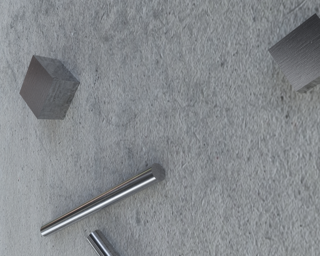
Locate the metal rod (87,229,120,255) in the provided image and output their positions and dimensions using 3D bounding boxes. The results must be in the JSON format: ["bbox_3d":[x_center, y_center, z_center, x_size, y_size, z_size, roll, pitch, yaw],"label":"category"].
[{"bbox_3d":[-0.006,0.250,0.407,0.300,0.025,0.025,39,114,32],"label":"metal rod"}]

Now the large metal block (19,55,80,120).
[{"bbox_3d":[-0.197,-0.071,0.548,0.080,0.050,0.080,45,117,30],"label":"large metal block"}]

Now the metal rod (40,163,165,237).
[{"bbox_3d":[-0.106,0.123,0.489,0.299,0.025,0.025,-32,70,35],"label":"metal rod"}]

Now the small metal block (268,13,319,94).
[{"bbox_3d":[0.140,-0.068,0.289,0.050,0.025,0.050,-38,67,33],"label":"small metal block"}]
